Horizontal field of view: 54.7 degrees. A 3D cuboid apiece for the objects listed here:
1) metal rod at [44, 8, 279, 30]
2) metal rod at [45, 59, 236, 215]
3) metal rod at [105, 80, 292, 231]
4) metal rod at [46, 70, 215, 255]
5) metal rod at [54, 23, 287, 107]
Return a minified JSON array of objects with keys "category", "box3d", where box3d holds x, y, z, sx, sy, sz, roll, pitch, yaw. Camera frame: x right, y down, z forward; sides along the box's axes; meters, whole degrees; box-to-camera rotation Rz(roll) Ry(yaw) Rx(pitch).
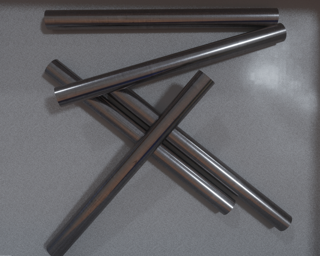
[{"category":"metal rod","box3d":[0.003,-0.145,0.410,0.302,0.025,0.025,-1,90,-1]},{"category":"metal rod","box3d":[-0.026,0.012,0.410,0.300,0.025,0.025,38,90,-1]},{"category":"metal rod","box3d":[0.049,0.034,0.411,0.300,0.025,0.025,38,90,-1]},{"category":"metal rod","box3d":[-0.041,0.050,0.390,0.025,0.025,0.299,41,97,-1]},{"category":"metal rod","box3d":[0.019,-0.082,0.395,0.302,0.025,0.025,-18,90,-7]}]
